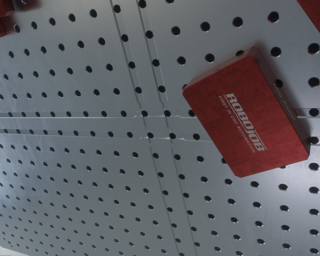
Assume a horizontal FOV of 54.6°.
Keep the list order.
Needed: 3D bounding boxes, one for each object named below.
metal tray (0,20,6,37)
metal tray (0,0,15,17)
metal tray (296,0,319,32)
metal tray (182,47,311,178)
[{"bbox_3d":[-0.302,-0.169,0.464,0.130,0.030,0.090,-2,118,29],"label":"metal tray"},{"bbox_3d":[-0.250,-0.202,0.386,0.090,0.030,0.129,-8,114,1],"label":"metal tray"},{"bbox_3d":[0.151,-0.135,0.245,0.090,0.030,0.130,-34,100,38],"label":"metal tray"},{"bbox_3d":[0.097,-0.012,0.350,0.090,0.030,0.130,-25,105,37],"label":"metal tray"}]
